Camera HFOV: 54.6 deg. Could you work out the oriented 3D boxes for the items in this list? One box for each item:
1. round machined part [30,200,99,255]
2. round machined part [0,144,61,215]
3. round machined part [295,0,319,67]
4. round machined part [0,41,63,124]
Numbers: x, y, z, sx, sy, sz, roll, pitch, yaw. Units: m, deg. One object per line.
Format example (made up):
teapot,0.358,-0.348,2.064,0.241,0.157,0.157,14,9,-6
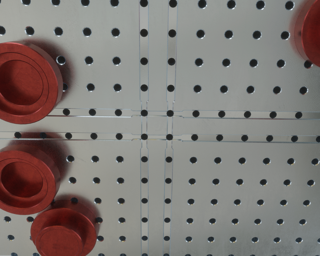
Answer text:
round machined part,-0.144,0.161,0.463,0.099,0.042,0.097,0,110,0
round machined part,-0.186,0.067,0.428,0.099,0.042,0.097,0,110,0
round machined part,0.216,-0.116,0.363,0.099,0.042,0.097,0,110,0
round machined part,-0.169,-0.057,0.382,0.099,0.042,0.097,0,110,0
